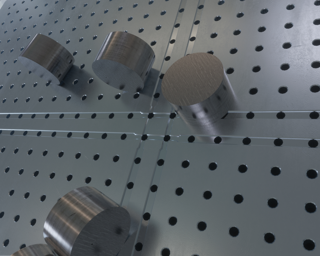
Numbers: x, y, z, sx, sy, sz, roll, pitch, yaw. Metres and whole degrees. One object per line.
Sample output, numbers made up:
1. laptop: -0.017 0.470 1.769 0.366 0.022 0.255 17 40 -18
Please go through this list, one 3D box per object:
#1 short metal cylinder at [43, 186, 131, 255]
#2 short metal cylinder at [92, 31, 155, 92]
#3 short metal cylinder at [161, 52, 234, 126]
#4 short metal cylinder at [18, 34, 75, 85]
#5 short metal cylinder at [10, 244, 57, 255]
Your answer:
1. short metal cylinder: -0.080 0.112 0.346 0.050 0.080 0.080 24 75 36
2. short metal cylinder: -0.053 -0.096 0.460 0.080 0.080 0.050 7 65 31
3. short metal cylinder: 0.049 -0.049 0.397 0.080 0.050 0.080 -13 56 21
4. short metal cylinder: -0.202 -0.121 0.553 0.080 0.080 0.050 17 71 34
5. short metal cylinder: -0.137 0.176 0.337 0.050 0.080 0.080 27 77 37
